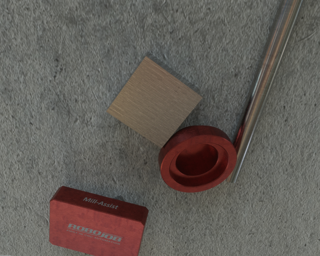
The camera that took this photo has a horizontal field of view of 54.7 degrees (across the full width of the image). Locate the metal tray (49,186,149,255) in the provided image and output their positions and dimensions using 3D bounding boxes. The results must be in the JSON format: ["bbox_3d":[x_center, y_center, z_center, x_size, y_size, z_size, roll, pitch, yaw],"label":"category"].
[{"bbox_3d":[-0.089,0.140,0.441,0.131,0.030,0.089,14,119,3],"label":"metal tray"}]

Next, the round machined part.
[{"bbox_3d":[0.046,0.036,0.404,0.099,0.042,0.097,-6,127,-8],"label":"round machined part"}]

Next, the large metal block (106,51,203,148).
[{"bbox_3d":[-0.007,-0.036,0.383,0.080,0.050,0.080,35,106,-12],"label":"large metal block"}]

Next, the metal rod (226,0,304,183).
[{"bbox_3d":[0.132,-0.065,0.387,0.025,0.025,0.298,13,110,-5],"label":"metal rod"}]

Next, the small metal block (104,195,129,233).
[{"bbox_3d":[-0.069,0.135,0.456,0.050,0.025,0.050,-25,108,3],"label":"small metal block"}]
